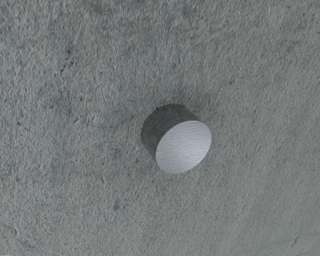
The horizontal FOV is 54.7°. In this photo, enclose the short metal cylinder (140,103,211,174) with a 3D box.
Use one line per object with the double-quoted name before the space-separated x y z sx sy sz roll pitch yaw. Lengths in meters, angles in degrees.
"short metal cylinder" 0.021 0.014 0.414 0.081 0.050 0.079 -14 125 -21
